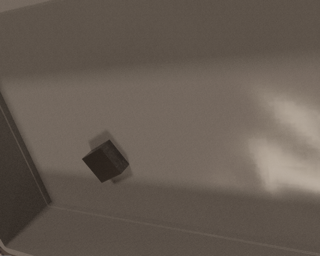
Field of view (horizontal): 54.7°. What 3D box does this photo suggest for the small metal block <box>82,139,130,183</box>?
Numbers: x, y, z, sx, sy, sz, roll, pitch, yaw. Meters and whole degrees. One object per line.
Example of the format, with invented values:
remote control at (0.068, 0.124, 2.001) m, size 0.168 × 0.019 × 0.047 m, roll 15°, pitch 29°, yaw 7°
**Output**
small metal block at (-0.085, 0.053, 0.484) m, size 0.050 × 0.025 × 0.050 m, roll -29°, pitch 103°, yaw 37°
